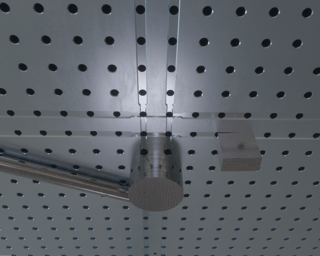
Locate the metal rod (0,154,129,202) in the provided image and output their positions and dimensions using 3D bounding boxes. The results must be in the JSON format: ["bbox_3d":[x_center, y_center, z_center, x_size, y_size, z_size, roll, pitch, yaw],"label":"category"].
[{"bbox_3d":[-0.149,0.077,0.475,0.302,0.025,0.025,17,128,-14],"label":"metal rod"}]

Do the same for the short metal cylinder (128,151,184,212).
[{"bbox_3d":[-0.006,0.081,0.464,0.081,0.050,0.079,0,130,0],"label":"short metal cylinder"}]

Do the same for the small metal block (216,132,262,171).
[{"bbox_3d":[0.106,0.032,0.424,0.050,0.050,0.025,-1,130,0],"label":"small metal block"}]
